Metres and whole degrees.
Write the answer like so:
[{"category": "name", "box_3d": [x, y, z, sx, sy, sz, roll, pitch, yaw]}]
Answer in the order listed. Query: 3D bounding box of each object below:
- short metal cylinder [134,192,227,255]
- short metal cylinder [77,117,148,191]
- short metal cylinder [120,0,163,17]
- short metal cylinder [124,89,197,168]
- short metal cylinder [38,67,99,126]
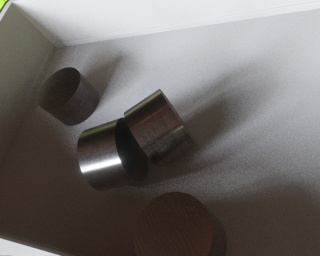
[{"category": "short metal cylinder", "box_3d": [0.021, 0.110, 0.311, 0.080, 0.050, 0.080, -13, 56, 21]}, {"category": "short metal cylinder", "box_3d": [-0.056, 0.032, 0.380, 0.050, 0.080, 0.080, -18, 55, 18]}, {"category": "short metal cylinder", "box_3d": [-0.037, -0.251, 0.566, 0.080, 0.050, 0.080, -13, 56, 21]}, {"category": "short metal cylinder", "box_3d": [0.001, 0.000, 0.370, 0.050, 0.080, 0.080, -34, 51, 6]}, {"category": "short metal cylinder", "box_3d": [-0.146, -0.050, 0.497, 0.080, 0.050, 0.080, -13, 56, 21]}]
